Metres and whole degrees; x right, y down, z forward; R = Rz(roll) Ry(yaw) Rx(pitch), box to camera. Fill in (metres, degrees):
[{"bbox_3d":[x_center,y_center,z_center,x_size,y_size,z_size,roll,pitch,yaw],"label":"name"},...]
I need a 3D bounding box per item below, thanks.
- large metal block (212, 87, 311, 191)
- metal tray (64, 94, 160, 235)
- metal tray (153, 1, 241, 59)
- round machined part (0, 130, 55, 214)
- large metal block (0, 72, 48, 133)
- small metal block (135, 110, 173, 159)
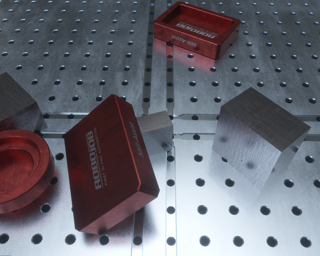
[{"bbox_3d":[0.112,0.013,0.362,0.050,0.080,0.080,-32,57,-24],"label":"large metal block"},{"bbox_3d":[-0.059,0.036,0.341,0.090,0.030,0.130,-37,49,20],"label":"metal tray"},{"bbox_3d":[0.065,-0.178,0.553,0.130,0.030,0.090,26,55,20],"label":"metal tray"},{"bbox_3d":[-0.170,0.052,0.352,0.099,0.042,0.098,0,50,0],"label":"round machined part"},{"bbox_3d":[-0.210,-0.018,0.405,0.080,0.050,0.080,-37,59,-27],"label":"large metal block"},{"bbox_3d":[-0.012,0.009,0.383,0.050,0.050,0.025,-14,52,-12],"label":"small metal block"}]
